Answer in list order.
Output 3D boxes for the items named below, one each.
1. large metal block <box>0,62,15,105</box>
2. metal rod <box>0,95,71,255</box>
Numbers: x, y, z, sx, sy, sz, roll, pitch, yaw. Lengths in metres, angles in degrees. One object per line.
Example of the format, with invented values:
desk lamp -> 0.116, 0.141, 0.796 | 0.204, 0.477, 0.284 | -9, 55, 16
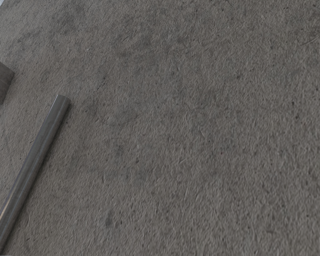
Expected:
large metal block -> -0.355, -0.087, 0.628 | 0.080, 0.050, 0.080 | -8, 58, 23
metal rod -> -0.202, 0.082, 0.459 | 0.025, 0.025, 0.300 | 3, 63, 30
